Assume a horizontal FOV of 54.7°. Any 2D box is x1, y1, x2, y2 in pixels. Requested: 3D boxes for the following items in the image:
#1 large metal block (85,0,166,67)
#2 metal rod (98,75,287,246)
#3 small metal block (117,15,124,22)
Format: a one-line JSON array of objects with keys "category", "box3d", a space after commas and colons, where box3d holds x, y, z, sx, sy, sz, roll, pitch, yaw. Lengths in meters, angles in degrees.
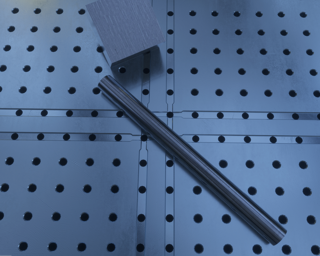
[{"category": "large metal block", "box3d": [-0.048, -0.140, 0.433, 0.080, 0.050, 0.080, -25, 98, -9]}, {"category": "metal rod", "box3d": [0.032, 0.032, 0.399, 0.300, 0.025, 0.025, 41, 75, 13]}, {"category": "small metal block", "box3d": [-0.065, -0.186, 0.479, 0.050, 0.025, 0.050, 28, 72, 9]}]
